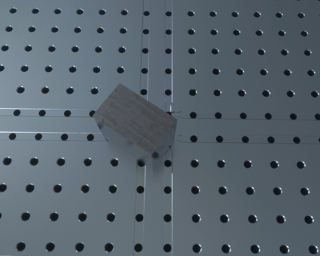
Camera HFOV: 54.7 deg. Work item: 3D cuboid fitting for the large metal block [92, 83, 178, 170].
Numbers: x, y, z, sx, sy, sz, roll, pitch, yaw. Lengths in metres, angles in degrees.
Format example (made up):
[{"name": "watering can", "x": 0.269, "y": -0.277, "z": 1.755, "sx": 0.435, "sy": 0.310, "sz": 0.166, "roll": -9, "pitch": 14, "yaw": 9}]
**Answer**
[{"name": "large metal block", "x": -0.028, "y": 0.002, "z": 0.382, "sx": 0.080, "sy": 0.080, "sz": 0.050, "roll": 33, "pitch": 73, "yaw": 11}]
